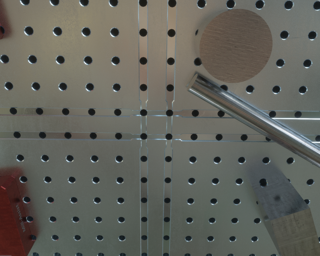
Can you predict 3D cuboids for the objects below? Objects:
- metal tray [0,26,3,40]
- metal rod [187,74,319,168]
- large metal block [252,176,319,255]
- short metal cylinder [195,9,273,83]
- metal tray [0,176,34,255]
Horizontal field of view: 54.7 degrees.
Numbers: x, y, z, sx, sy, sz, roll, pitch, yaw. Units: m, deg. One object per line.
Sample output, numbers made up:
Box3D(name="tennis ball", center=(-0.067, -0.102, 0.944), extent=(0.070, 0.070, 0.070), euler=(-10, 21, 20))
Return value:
Box3D(name="metal tray", center=(-0.264, -0.136, 0.357), extent=(0.131, 0.030, 0.089), euler=(-10, 110, 3))
Box3D(name="metal rod", center=(0.171, 0.013, 0.419), extent=(0.301, 0.025, 0.025), euler=(29, 108, -11))
Box3D(name="large metal block", center=(0.175, 0.127, 0.433), extent=(0.050, 0.080, 0.080), euler=(-20, 109, 7))
Box3D(name="short metal cylinder", center=(0.084, -0.098, 0.365), extent=(0.081, 0.050, 0.079), euler=(0, 110, 0))
Box3D(name="metal tray", center=(-0.251, 0.138, 0.459), extent=(0.091, 0.030, 0.129), euler=(-5, 110, 1))
